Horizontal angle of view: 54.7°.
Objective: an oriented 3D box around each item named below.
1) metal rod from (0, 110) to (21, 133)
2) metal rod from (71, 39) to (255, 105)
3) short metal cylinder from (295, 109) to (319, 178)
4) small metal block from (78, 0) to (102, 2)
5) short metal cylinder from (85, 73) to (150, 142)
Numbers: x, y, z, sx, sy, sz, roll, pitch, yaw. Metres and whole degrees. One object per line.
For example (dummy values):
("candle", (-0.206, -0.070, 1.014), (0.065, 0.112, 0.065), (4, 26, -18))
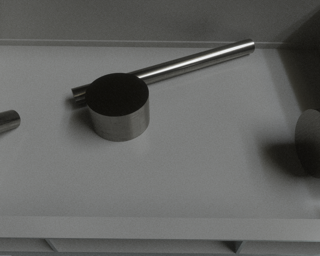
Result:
("metal rod", (-0.254, 0.026, 0.282), (0.025, 0.025, 0.301), (21, 22, 16))
("metal rod", (0.015, -0.091, 0.481), (0.302, 0.025, 0.025), (-19, 53, -16))
("short metal cylinder", (0.201, 0.016, 0.359), (0.050, 0.080, 0.080), (-5, 50, -5))
("small metal block", (-0.148, -0.290, 0.650), (0.050, 0.025, 0.050), (-6, 50, -5))
("short metal cylinder", (-0.054, -0.028, 0.412), (0.081, 0.050, 0.080), (0, 50, 0))
